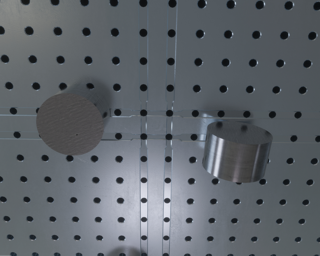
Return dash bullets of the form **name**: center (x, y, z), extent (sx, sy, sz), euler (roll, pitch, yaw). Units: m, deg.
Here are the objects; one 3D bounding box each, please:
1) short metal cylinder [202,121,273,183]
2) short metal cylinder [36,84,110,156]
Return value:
- **short metal cylinder**: center (0.097, 0.028, 0.395), extent (0.081, 0.080, 0.050), euler (4, 110, -2)
- **short metal cylinder**: center (-0.108, -0.012, 0.395), extent (0.081, 0.050, 0.079), euler (0, 110, 0)
